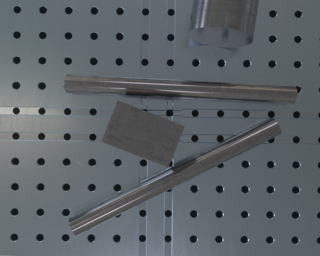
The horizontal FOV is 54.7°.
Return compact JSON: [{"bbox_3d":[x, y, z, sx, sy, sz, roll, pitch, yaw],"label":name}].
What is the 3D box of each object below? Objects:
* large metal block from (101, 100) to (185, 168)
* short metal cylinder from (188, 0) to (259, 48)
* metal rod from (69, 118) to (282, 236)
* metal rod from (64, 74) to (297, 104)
[{"bbox_3d":[-0.019,0.006,0.386,0.080,0.080,0.050,21,90,0],"label":"large metal block"},{"bbox_3d":[0.079,-0.137,0.386,0.080,0.080,0.050,8,90,0],"label":"short metal cylinder"},{"bbox_3d":[0.020,0.064,0.413,0.301,0.025,0.025,-26,90,0],"label":"metal rod"},{"bbox_3d":[0.028,-0.052,0.413,0.302,0.025,0.025,3,90,0],"label":"metal rod"}]
